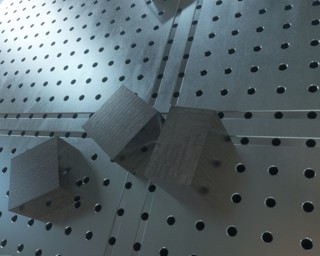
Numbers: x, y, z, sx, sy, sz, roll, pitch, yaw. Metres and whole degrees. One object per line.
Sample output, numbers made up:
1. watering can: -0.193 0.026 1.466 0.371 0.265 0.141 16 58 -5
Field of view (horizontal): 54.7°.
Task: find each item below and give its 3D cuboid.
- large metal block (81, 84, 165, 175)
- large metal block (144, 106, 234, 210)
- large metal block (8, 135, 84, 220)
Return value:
1. large metal block: -0.044 0.001 0.413 0.080 0.050 0.080 -47 52 -5
2. large metal block: 0.036 0.033 0.333 0.050 0.080 0.080 8 66 31
3. large metal block: -0.158 0.070 0.430 0.080 0.050 0.080 -26 53 12
